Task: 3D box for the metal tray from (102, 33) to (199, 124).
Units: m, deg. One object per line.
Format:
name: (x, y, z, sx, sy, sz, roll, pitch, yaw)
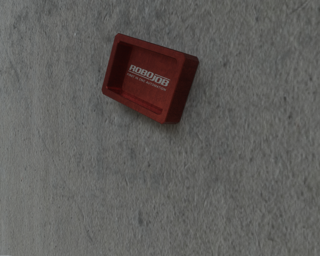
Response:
metal tray: (-0.019, -0.069, 0.418, 0.130, 0.030, 0.089, 28, 107, 36)
